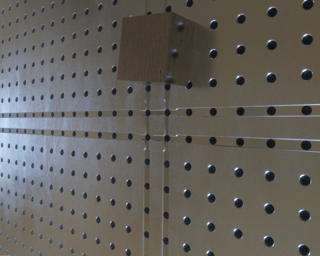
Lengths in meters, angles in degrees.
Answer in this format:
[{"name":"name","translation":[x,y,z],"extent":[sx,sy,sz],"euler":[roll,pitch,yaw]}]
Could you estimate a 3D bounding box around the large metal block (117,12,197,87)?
[{"name":"large metal block","translation":[-0.005,-0.097,0.396],"extent":[0.080,0.050,0.079],"euler":[10,96,39]}]
